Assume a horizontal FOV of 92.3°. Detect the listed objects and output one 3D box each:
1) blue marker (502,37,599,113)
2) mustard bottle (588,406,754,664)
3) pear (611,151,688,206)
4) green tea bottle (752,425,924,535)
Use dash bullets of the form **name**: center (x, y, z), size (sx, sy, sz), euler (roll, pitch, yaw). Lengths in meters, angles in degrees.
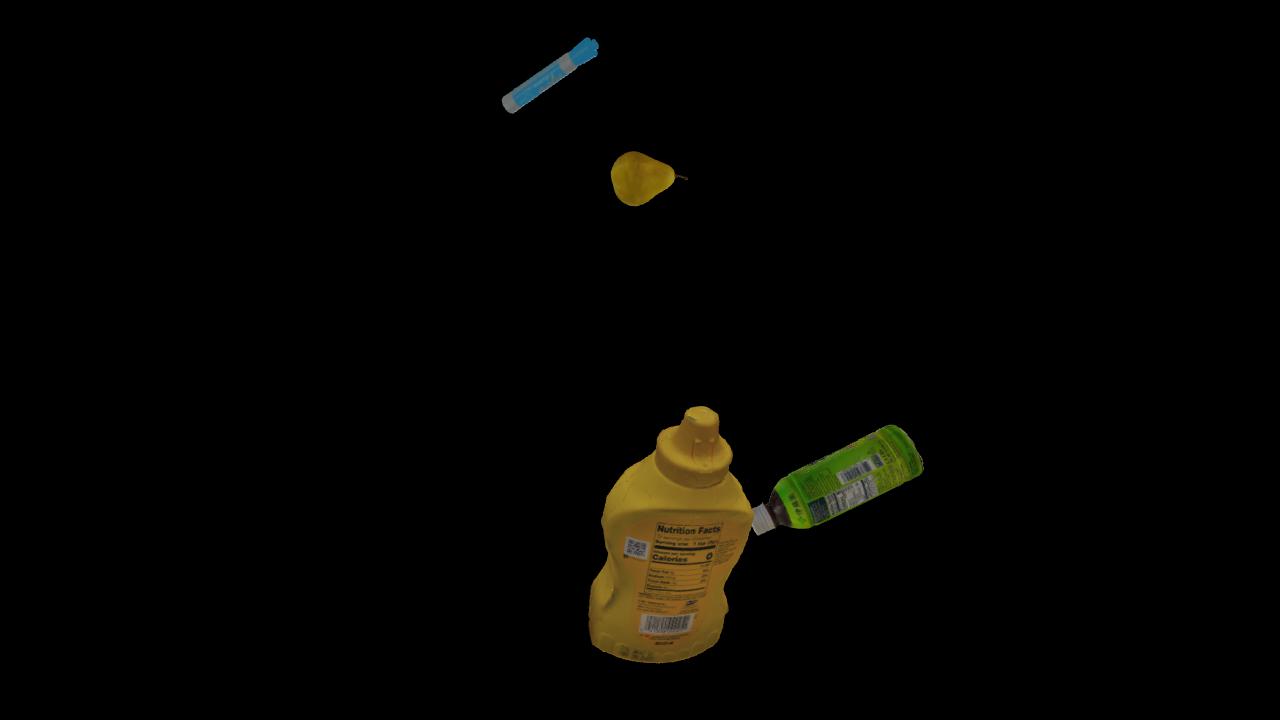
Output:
- **blue marker**: center (-0.091, -0.287, 0.622), size (0.121, 0.020, 0.020), euler (-20, -10, 30)
- **mustard bottle**: center (0.021, 0.106, 0.372), size (0.092, 0.184, 0.054), euler (6, 30, -5)
- **pear**: center (0.013, -0.279, 0.929), size (0.111, 0.080, 0.080), euler (-11, -3, 16)
- **green tea bottle**: center (0.229, 0.151, 0.741), size (0.212, 0.073, 0.073), euler (-25, 1, -2)
